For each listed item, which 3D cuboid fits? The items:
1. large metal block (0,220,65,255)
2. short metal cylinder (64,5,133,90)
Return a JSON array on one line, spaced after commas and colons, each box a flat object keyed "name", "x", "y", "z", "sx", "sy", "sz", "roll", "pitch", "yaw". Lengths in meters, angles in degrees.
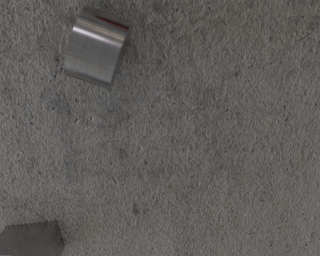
[{"name": "large metal block", "x": -0.194, "y": 0.183, "z": 0.446, "sx": 0.080, "sy": 0.080, "sz": 0.050, "roll": -7, "pitch": 110, "yaw": 2}, {"name": "short metal cylinder", "x": -0.068, "y": -0.088, "z": 0.347, "sx": 0.050, "sy": 0.080, "sz": 0.079, "roll": 19, "pitch": 109, "yaw": -7}]
